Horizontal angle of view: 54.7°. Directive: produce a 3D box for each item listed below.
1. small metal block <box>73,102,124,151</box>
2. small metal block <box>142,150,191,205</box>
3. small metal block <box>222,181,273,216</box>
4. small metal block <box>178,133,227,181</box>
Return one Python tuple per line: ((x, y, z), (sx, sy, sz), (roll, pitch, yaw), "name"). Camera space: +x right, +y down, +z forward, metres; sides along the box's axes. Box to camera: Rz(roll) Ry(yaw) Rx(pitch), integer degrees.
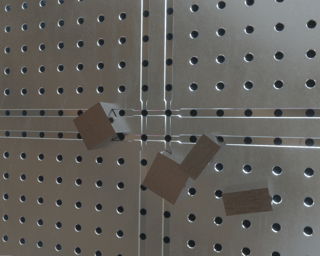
((-0.088, -0.002, 0.442), (0.050, 0.025, 0.050), (-32, 80, 17), "small metal block")
((0.012, 0.064, 0.408), (0.050, 0.025, 0.050), (29, 100, 17), "small metal block")
((0.103, 0.081, 0.363), (0.050, 0.050, 0.025), (-12, 86, 19), "small metal block")
((0.053, 0.034, 0.380), (0.025, 0.050, 0.050), (39, 102, 15), "small metal block")
